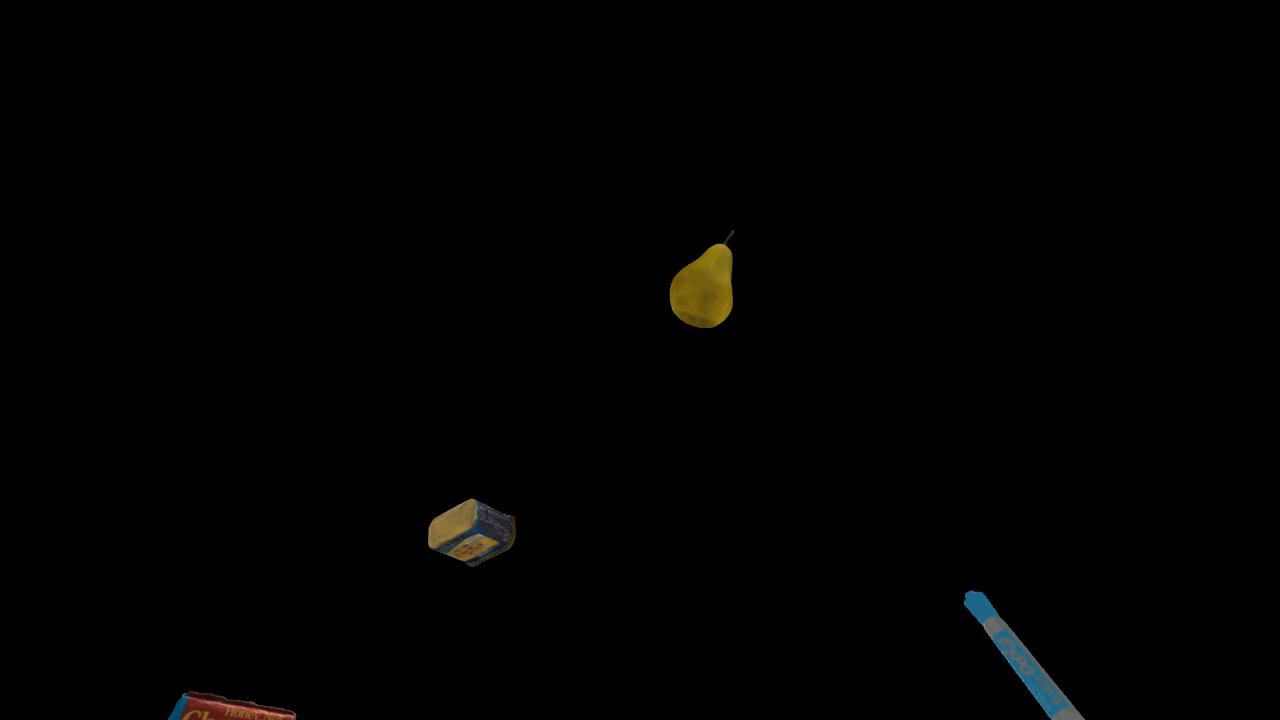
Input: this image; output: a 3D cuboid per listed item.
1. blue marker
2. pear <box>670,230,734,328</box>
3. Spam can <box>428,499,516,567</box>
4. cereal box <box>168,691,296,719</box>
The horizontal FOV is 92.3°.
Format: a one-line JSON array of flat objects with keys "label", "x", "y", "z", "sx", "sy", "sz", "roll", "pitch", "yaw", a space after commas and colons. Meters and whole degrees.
[{"label": "blue marker", "x": 0.293, "y": 0.230, "z": 0.475, "sx": 0.020, "sy": 0.020, "sz": 0.121, "roll": 0, "pitch": 29, "yaw": -11}, {"label": "pear", "x": 0.078, "y": -0.094, "z": 0.698, "sx": 0.080, "sy": 0.111, "sz": 0.080, "roll": 22, "pitch": -16, "yaw": 7}, {"label": "Spam can", "x": -0.253, "y": 0.260, "z": 0.926, "sx": 0.101, "sy": 0.058, "sz": 0.085, "roll": -30, "pitch": -45, "yaw": 18}, {"label": "cereal box", "x": -0.279, "y": 0.366, "z": 0.297, "sx": 0.081, "sy": 0.203, "sz": 0.306, "roll": 28, "pitch": 20, "yaw": -27}]
